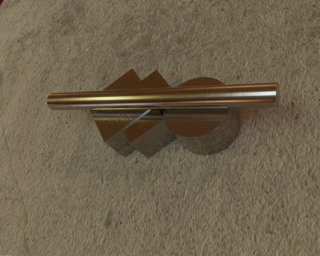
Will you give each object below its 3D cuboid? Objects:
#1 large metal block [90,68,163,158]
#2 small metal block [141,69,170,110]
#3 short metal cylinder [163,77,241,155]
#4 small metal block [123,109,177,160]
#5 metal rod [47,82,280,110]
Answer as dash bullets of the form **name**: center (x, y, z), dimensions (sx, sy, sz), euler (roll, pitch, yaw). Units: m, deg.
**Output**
- **large metal block**: center (-0.043, -0.021, 0.423), dimensions (0.080, 0.050, 0.080), euler (-36, 51, 4)
- **small metal block**: center (0.007, -0.042, 0.412), dimensions (0.025, 0.050, 0.050), euler (-37, 52, 4)
- **short metal cylinder**: center (0.051, -0.014, 0.370), dimensions (0.080, 0.050, 0.080), euler (-13, 56, 21)
- **small metal block**: center (-0.010, 0.007, 0.392), dimensions (0.050, 0.050, 0.025), euler (-36, 52, 4)
- **metal rod**: center (-0.019, -0.035, 0.370), dimensions (0.300, 0.025, 0.025), euler (1, 62, 28)
